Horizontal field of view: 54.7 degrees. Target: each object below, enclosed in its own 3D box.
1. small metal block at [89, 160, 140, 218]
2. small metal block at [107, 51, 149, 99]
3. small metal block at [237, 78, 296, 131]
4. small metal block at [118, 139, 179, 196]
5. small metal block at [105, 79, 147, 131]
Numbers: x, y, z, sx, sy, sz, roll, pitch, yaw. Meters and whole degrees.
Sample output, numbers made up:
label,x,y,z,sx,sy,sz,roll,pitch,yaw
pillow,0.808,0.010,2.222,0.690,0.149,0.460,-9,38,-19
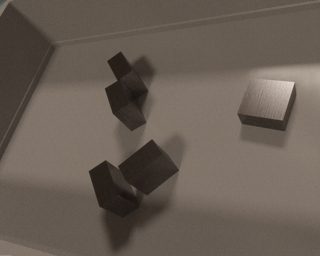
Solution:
label,x,y,z,sx,sy,sz,roll,pitch,yaw
small metal block,-0.055,0.074,0.372,0.025,0.050,0.050,-34,52,6
small metal block,-0.048,-0.077,0.460,0.025,0.050,0.050,-35,51,5
small metal block,0.124,-0.028,0.357,0.050,0.025,0.050,12,68,32
small metal block,-0.012,0.048,0.366,0.050,0.050,0.025,-39,51,2
small metal block,-0.048,-0.031,0.432,0.025,0.050,0.050,-30,52,9
